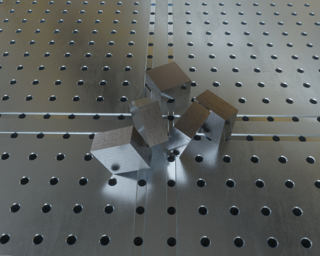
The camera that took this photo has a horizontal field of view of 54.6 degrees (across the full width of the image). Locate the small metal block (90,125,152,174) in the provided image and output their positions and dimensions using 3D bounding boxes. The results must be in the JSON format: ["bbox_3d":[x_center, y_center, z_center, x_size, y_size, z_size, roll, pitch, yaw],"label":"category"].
[{"bbox_3d":[-0.043,0.027,0.359,0.050,0.050,0.025,-12,47,21],"label":"small metal block"}]

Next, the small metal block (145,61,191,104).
[{"bbox_3d":[0.012,-0.069,0.466,0.050,0.025,0.050,-22,53,-17],"label":"small metal block"}]

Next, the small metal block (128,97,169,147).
[{"bbox_3d":[-0.015,-0.009,0.386,0.025,0.050,0.050,-19,16,-16],"label":"small metal block"}]

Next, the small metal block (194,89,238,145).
[{"bbox_3d":[0.069,-0.014,0.403,0.025,0.050,0.050,-35,59,-26],"label":"small metal block"}]

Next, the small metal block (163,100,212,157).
[{"bbox_3d":[0.033,0.002,0.387,0.025,0.050,0.050,36,57,7],"label":"small metal block"}]
